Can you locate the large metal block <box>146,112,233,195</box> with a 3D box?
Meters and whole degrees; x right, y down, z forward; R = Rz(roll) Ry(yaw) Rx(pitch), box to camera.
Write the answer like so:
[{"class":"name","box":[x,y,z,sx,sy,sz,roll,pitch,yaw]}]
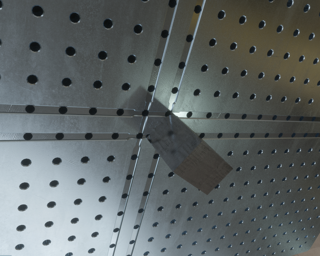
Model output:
[{"class":"large metal block","box":[0.040,0.034,0.420,0.050,0.080,0.080,-47,130,5]}]
